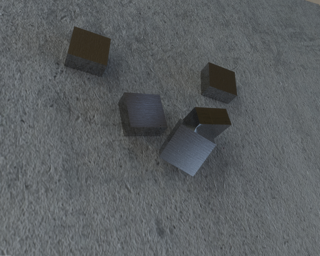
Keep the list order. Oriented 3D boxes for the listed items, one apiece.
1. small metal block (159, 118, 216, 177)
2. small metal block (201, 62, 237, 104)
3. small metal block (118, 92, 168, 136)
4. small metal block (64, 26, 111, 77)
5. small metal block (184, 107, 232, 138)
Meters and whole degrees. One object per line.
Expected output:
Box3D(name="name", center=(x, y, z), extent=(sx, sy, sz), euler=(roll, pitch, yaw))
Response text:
Box3D(name="small metal block", center=(0.033, 0.024, 0.388), extent=(0.050, 0.050, 0.025), euler=(31, 15, -9))
Box3D(name="small metal block", center=(0.094, -0.072, 0.498), extent=(0.050, 0.025, 0.050), euler=(16, 55, -19))
Box3D(name="small metal block", center=(-0.023, -0.017, 0.402), extent=(0.050, 0.025, 0.050), euler=(1, 61, -28))
Box3D(name="small metal block", center=(-0.096, -0.102, 0.414), extent=(0.050, 0.025, 0.050), euler=(14, 56, -20))
Box3D(name="small metal block", center=(0.059, -0.004, 0.422), extent=(0.050, 0.050, 0.025), euler=(1, 62, -28))
